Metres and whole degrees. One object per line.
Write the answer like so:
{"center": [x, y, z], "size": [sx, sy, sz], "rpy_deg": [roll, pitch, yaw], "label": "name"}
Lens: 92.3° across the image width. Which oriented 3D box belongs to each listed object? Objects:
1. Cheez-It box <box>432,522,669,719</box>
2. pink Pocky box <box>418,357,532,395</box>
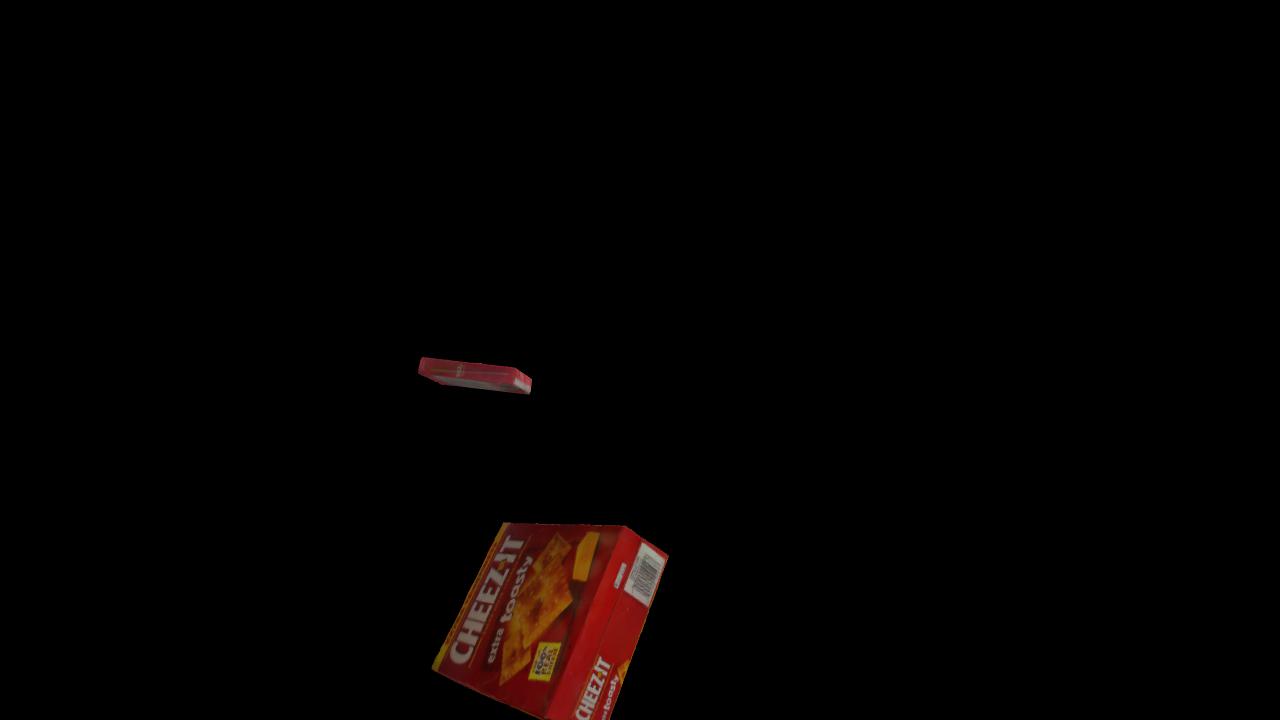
{"center": [-0.093, 0.246, 0.598], "size": [0.071, 0.166, 0.223], "rpy_deg": [42, -35, -26], "label": "Cheez-It box"}
{"center": [-0.253, 0.025, 0.955], "size": [0.155, 0.029, 0.084], "rpy_deg": [6, -13, 9], "label": "pink Pocky box"}
